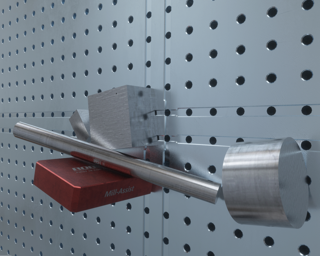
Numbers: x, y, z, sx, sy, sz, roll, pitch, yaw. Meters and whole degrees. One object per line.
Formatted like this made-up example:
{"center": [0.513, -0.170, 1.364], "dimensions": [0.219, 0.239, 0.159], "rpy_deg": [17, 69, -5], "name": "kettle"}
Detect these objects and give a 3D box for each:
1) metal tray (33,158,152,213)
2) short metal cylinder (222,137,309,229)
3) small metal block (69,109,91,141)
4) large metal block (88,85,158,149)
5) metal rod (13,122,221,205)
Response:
{"center": [-0.083, 0.066, 0.407], "dimensions": [0.090, 0.131, 0.030], "rpy_deg": [19, 102, 38], "name": "metal tray"}
{"center": [0.100, 0.051, 0.290], "dimensions": [0.050, 0.081, 0.080], "rpy_deg": [-9, 84, 39], "name": "short metal cylinder"}
{"center": [-0.104, -0.001, 0.476], "dimensions": [0.025, 0.050, 0.050], "rpy_deg": [-45, 64, 31], "name": "small metal block"}
{"center": [-0.053, -0.011, 0.435], "dimensions": [0.080, 0.050, 0.080], "rpy_deg": [-9, 84, 39], "name": "large metal block"}
{"center": [-0.070, 0.039, 0.406], "dimensions": [0.301, 0.025, 0.025], "rpy_deg": [15, 100, 20], "name": "metal rod"}
